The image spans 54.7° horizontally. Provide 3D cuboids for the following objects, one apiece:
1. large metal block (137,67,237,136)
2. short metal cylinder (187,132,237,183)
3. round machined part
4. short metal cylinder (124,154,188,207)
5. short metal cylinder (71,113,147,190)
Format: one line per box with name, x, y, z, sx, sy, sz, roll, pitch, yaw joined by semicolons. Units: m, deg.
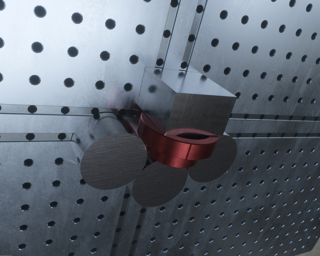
large metal block;0.029;-0.033;0.371;0.081;0.080;0.050;1;118;-29
short metal cylinder;0.064;0.032;0.450;0.081;0.050;0.079;-14;124;-21
round machined part;0.020;0.014;0.381;0.099;0.098;0.042;2;117;-29
short metal cylinder;-0.009;0.061;0.428;0.081;0.050;0.079;-14;124;-21
short metal cylinder;-0.062;0.028;0.379;0.081;0.050;0.079;-14;124;-21
